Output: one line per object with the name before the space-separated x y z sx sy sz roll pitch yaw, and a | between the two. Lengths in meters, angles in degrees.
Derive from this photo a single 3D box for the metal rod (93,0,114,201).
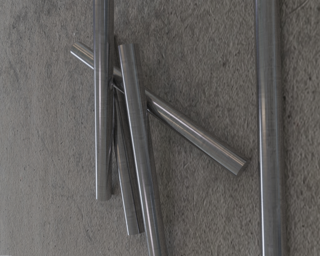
metal rod | -0.076 -0.031 0.419 0.025 0.025 0.298 24 120 37

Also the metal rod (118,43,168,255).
metal rod | -0.018 0.049 0.386 0.025 0.025 0.298 -2 99 40

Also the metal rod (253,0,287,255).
metal rod | 0.111 -0.015 0.313 0.025 0.025 0.298 -2 89 40

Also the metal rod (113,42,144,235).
metal rod | -0.059 0.001 0.453 0.025 0.025 0.298 -17 80 39

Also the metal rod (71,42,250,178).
metal rod | -0.017 -0.037 0.399 0.300 0.025 0.025 37 113 27
